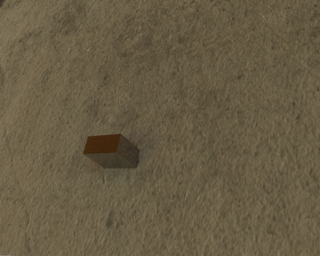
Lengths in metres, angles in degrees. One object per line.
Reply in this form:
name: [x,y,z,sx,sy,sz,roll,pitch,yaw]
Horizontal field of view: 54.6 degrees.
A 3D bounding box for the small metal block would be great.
small metal block: [-0.061,0.032,0.402,0.050,0.050,0.025,-5,60,26]
